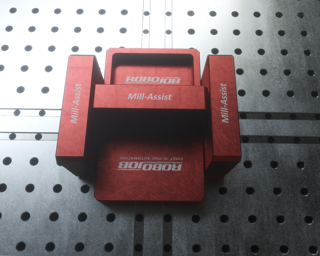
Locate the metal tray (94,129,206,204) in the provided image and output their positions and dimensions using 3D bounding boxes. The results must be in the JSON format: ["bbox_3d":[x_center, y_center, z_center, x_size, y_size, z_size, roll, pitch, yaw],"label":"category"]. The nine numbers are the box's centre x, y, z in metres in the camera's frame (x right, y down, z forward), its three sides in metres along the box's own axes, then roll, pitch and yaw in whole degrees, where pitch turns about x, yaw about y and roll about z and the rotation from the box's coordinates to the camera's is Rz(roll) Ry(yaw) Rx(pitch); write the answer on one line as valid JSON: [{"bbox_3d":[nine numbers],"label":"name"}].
[{"bbox_3d":[-0.012,0.048,0.390,0.131,0.030,0.090,1,70,0],"label":"metal tray"}]

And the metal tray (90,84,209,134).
[{"bbox_3d":[-0.012,-0.020,0.382,0.131,0.090,0.030,1,70,0],"label":"metal tray"}]

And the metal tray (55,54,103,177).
[{"bbox_3d":[-0.092,-0.012,0.380,0.030,0.090,0.130,1,70,0],"label":"metal tray"}]

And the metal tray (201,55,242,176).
[{"bbox_3d":[0.070,-0.013,0.382,0.030,0.090,0.130,1,70,0],"label":"metal tray"}]

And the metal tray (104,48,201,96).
[{"bbox_3d":[-0.010,-0.065,0.433,0.131,0.030,0.090,1,70,0],"label":"metal tray"}]
